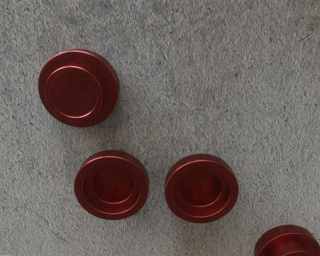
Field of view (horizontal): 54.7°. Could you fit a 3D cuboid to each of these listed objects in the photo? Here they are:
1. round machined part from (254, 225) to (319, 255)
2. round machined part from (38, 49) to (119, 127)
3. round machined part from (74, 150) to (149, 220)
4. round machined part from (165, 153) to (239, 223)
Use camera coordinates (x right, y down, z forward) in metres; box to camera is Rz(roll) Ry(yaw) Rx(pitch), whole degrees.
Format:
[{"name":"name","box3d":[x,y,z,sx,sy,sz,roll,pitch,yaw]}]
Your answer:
[{"name":"round machined part","box3d":[0.200,0.202,0.477,0.099,0.042,0.097,0,110,0]},{"name":"round machined part","box3d":[-0.102,-0.046,0.383,0.099,0.042,0.097,0,110,0]},{"name":"round machined part","box3d":[-0.064,0.074,0.427,0.099,0.042,0.097,0,110,0]},{"name":"round machined part","box3d":[0.055,0.079,0.430,0.099,0.042,0.097,0,110,0]}]
